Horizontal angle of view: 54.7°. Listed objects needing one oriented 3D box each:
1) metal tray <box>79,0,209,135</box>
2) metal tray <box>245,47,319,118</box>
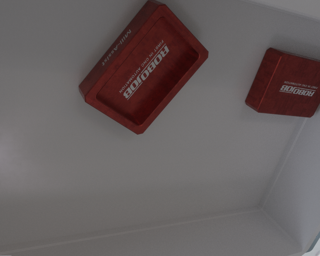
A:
[{"bbox_3d":[-0.017,-0.065,0.355,0.130,0.030,0.090,-49,129,7],"label":"metal tray"},{"bbox_3d":[0.202,-0.065,0.475,0.131,0.030,0.089,3,117,-30],"label":"metal tray"}]
